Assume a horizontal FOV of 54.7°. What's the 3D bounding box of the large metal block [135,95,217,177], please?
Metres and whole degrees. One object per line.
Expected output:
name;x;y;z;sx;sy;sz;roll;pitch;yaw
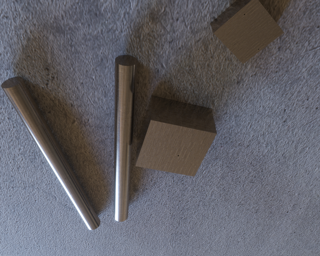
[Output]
large metal block;0.018;0.012;0.401;0.081;0.050;0.079;12;129;-10

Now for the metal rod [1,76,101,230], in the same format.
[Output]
metal rod;-0.145;0.058;0.454;0.025;0.025;0.298;-8;130;6

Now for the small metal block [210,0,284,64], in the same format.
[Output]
small metal block;0.089;-0.104;0.320;0.050;0.025;0.050;37;121;-27

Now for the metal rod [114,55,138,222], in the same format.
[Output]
metal rod;-0.052;0.038;0.438;0.025;0.025;0.298;4;130;-4
